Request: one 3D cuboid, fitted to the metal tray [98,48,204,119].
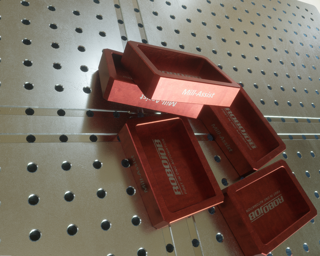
[{"bbox_3d":[-0.012,-0.060,0.413,0.131,0.030,0.090,10,33,-23],"label":"metal tray"}]

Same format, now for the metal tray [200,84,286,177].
[{"bbox_3d":[0.123,-0.001,0.473,0.091,0.030,0.130,-24,75,-37],"label":"metal tray"}]

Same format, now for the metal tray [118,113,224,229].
[{"bbox_3d":[0.013,0.046,0.385,0.091,0.030,0.130,-11,67,-33],"label":"metal tray"}]

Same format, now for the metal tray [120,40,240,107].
[{"bbox_3d":[0.027,-0.068,0.393,0.131,0.030,0.090,2,37,-34],"label":"metal tray"}]

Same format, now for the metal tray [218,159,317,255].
[{"bbox_3d":[0.146,0.105,0.422,0.131,0.030,0.090,-17,71,-35],"label":"metal tray"}]
